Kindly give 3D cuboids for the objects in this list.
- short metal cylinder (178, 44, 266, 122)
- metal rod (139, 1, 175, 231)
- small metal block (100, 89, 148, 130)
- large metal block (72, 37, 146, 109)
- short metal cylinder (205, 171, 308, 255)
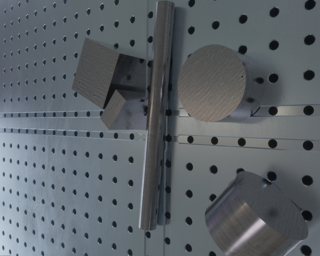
[{"bbox_3d":[0.067,-0.046,0.338,0.080,0.050,0.079,0,90,40],"label":"short metal cylinder"},{"bbox_3d":[-0.005,-0.013,0.413,0.025,0.025,0.298,8,95,39],"label":"metal rod"},{"bbox_3d":[-0.047,-0.024,0.432,0.025,0.050,0.050,48,119,29],"label":"small metal block"},{"bbox_3d":[-0.078,-0.079,0.457,0.080,0.050,0.079,31,110,35],"label":"large metal block"},{"bbox_3d":[0.091,0.088,0.298,0.080,0.081,0.050,49,119,29],"label":"short metal cylinder"}]
